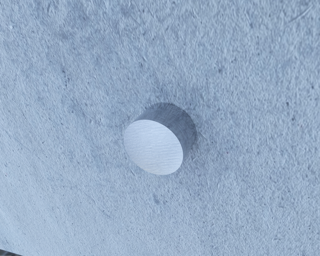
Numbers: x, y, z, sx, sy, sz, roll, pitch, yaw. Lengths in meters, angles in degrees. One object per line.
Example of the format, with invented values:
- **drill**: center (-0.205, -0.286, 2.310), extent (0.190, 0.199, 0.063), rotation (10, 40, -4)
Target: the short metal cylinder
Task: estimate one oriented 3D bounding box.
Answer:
- **short metal cylinder**: center (0.001, 0.013, 0.399), extent (0.080, 0.050, 0.079), rotation (13, 124, 20)
